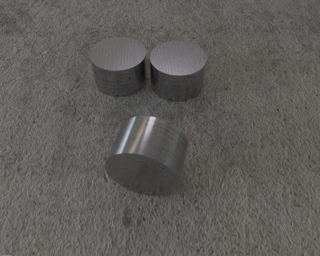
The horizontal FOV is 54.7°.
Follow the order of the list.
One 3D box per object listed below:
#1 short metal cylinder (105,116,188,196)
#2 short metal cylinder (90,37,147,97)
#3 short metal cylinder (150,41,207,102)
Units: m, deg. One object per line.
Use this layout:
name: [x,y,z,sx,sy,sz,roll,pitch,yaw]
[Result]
short metal cylinder: [-0.013,0.032,0.340,0.080,0.080,0.050,11,51,9]
short metal cylinder: [-0.060,-0.092,0.464,0.080,0.050,0.080,0,50,0]
short metal cylinder: [0.026,-0.085,0.458,0.080,0.050,0.080,0,50,0]
